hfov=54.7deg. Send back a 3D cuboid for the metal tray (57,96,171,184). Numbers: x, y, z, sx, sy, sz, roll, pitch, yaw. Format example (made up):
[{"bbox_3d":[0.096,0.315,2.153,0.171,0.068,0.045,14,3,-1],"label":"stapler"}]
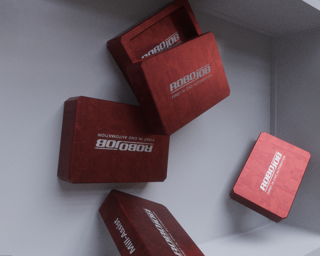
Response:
[{"bbox_3d":[-0.047,0.017,0.364,0.131,0.030,0.089,7,85,-40],"label":"metal tray"}]

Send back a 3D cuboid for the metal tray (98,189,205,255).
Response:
[{"bbox_3d":[-0.004,0.124,0.335,0.090,0.130,0.030,28,98,-37],"label":"metal tray"}]

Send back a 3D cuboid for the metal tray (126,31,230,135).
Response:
[{"bbox_3d":[0.029,-0.058,0.388,0.131,0.030,0.090,-33,110,-35],"label":"metal tray"}]

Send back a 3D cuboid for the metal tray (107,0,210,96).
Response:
[{"bbox_3d":[0.005,-0.103,0.406,0.131,0.030,0.090,-44,116,-31],"label":"metal tray"}]

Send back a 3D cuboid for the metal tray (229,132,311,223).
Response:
[{"bbox_3d":[0.186,0.079,0.521,0.130,0.090,0.030,-55,163,-25],"label":"metal tray"}]
